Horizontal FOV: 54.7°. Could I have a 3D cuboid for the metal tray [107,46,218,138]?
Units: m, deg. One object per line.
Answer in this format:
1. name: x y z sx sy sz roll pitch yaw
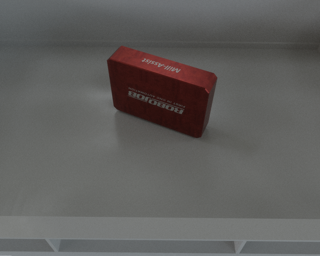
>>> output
1. metal tray: 0.001 -0.045 0.396 0.130 0.089 0.030 20 53 15
